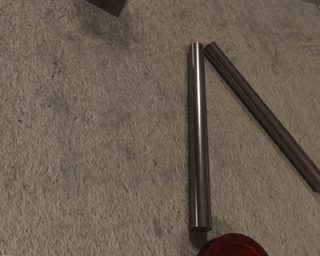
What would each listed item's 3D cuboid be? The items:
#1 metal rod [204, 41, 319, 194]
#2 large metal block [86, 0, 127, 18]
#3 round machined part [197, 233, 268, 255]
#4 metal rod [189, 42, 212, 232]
[{"bbox_3d":[0.172,-0.023,0.512,0.025,0.025,0.299,-29,78,-38],"label":"metal rod"},{"bbox_3d":[-0.080,-0.229,0.467,0.080,0.080,0.050,25,53,-13],"label":"large metal block"},{"bbox_3d":[0.077,0.168,0.334,0.099,0.042,0.098,14,56,-21],"label":"round machined part"},{"bbox_3d":[0.054,-0.009,0.440,0.025,0.025,0.300,16,55,-20],"label":"metal rod"}]
